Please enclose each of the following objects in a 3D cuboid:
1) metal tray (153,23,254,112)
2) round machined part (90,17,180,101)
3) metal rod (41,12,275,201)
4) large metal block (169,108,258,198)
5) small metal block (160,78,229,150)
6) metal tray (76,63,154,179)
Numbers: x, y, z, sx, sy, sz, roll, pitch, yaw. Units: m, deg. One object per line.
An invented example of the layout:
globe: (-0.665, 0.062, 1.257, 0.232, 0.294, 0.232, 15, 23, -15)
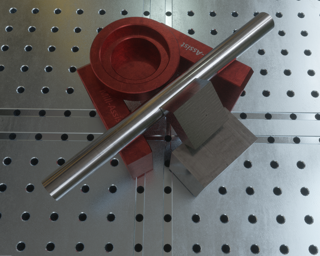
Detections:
metal tray: (0.046, -0.073, 0.403, 0.130, 0.090, 0.030, 30, 74, 10)
round machined part: (-0.027, -0.075, 0.357, 0.099, 0.042, 0.098, 0, 70, -1)
metal rod: (0.010, -0.032, 0.328, 0.301, 0.025, 0.025, -39, 75, -13)
large metal block: (0.059, 0.032, 0.368, 0.080, 0.080, 0.050, -40, 75, -13)
small metal block: (0.037, -0.015, 0.317, 0.050, 0.050, 0.025, -41, 31, -14)
metal tray: (-0.053, -0.008, 0.379, 0.030, 0.090, 0.130, -28, 73, -10)
